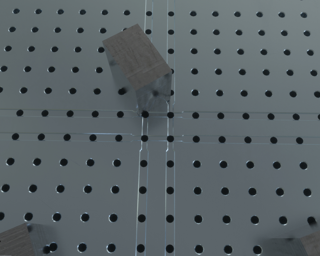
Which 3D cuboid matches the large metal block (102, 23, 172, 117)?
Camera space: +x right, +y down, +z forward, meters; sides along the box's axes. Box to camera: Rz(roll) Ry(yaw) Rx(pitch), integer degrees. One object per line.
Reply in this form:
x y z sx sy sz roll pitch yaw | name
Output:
-0.028 -0.073 0.409 0.050 0.080 0.080 -31 73 -10 | large metal block

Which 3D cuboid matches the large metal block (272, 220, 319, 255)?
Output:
0.183 0.130 0.336 0.080 0.080 0.050 -19 71 -7 | large metal block

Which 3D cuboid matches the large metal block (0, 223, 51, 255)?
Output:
-0.166 0.159 0.339 0.080 0.050 0.080 -22 72 -8 | large metal block
